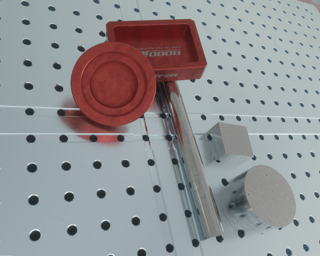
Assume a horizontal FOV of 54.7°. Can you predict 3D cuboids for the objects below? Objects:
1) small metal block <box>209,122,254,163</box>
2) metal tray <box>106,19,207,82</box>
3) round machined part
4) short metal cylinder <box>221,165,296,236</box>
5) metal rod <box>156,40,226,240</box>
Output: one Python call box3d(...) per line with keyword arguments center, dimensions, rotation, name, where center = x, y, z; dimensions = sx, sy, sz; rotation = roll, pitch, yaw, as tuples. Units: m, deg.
box3d(center=(0.104, 0.022, 0.453), dimensions=(0.050, 0.025, 0.050), rotation=(8, 58, -24), name="small metal block")
box3d(center=(-0.007, -0.111, 0.444), dimensions=(0.131, 0.030, 0.090), rotation=(-6, 64, -11), name="metal tray")
box3d(center=(-0.056, -0.053, 0.380), dimensions=(0.099, 0.042, 0.097), rotation=(-1, 97, -11), name="round machined part")
box3d(center=(0.128, 0.095, 0.405), dimensions=(0.081, 0.050, 0.080), rotation=(14, 56, -21), name="short metal cylinder")
box3d(center=(0.030, -0.003, 0.427), dimensions=(0.025, 0.025, 0.299), rotation=(-1, 62, -29), name="metal rod")
